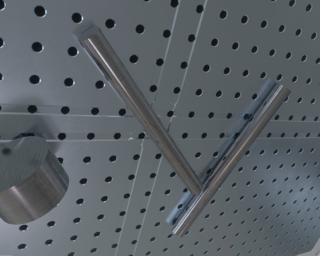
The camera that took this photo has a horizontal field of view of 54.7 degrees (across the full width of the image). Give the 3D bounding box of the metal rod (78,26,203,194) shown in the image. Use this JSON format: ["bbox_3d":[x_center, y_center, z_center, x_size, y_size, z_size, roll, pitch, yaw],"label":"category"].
[{"bbox_3d":[-0.007,0.001,0.407,0.025,0.025,0.300,-37,129,-4],"label":"metal rod"}]

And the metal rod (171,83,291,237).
[{"bbox_3d":[0.111,0.059,0.508,0.025,0.025,0.299,24,105,-37],"label":"metal rod"}]

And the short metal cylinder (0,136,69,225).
[{"bbox_3d":[-0.146,0.054,0.329,0.080,0.080,0.050,-27,128,-12],"label":"short metal cylinder"}]
